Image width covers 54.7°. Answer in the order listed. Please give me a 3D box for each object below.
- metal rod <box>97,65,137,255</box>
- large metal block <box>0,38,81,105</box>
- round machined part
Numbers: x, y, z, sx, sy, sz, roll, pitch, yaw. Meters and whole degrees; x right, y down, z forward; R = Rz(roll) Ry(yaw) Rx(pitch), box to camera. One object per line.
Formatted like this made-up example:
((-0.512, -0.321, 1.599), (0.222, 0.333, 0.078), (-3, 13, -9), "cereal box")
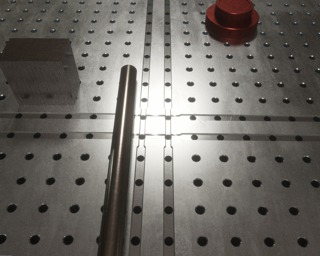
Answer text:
((-0.048, 0.026, 0.384), (0.025, 0.025, 0.300), (0, 50, 0), "metal rod")
((-0.164, -0.077, 0.435), (0.081, 0.080, 0.050), (0, 50, 0), "large metal block")
((0.136, -0.212, 0.576), (0.099, 0.042, 0.098), (0, 50, 0), "round machined part")
